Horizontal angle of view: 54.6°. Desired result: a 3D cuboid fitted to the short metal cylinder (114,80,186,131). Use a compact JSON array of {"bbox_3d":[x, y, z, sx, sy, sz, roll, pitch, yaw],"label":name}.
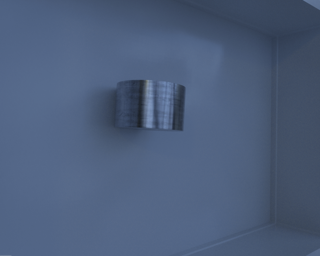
[{"bbox_3d":[-0.011,-0.023,0.360,0.081,0.080,0.050,5,87,-40],"label":"short metal cylinder"}]
